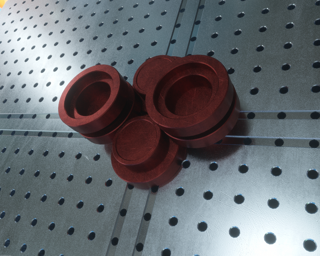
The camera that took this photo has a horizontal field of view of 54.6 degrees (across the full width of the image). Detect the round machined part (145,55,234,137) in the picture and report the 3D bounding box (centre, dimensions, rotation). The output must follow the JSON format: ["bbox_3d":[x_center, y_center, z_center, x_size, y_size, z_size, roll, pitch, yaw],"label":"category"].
[{"bbox_3d":[0.036,-0.033,0.357,0.098,0.042,0.098,-13,56,21],"label":"round machined part"}]

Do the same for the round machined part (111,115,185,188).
[{"bbox_3d":[-0.021,0.023,0.394,0.098,0.042,0.098,-13,56,21],"label":"round machined part"}]

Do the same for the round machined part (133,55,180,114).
[{"bbox_3d":[0.002,-0.063,0.436,0.098,0.042,0.098,-13,56,21],"label":"round machined part"}]

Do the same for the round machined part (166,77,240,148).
[{"bbox_3d":[0.050,-0.019,0.383,0.098,0.042,0.098,-13,56,21],"label":"round machined part"}]

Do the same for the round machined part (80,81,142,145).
[{"bbox_3d":[-0.070,-0.020,0.447,0.098,0.042,0.098,-13,56,21],"label":"round machined part"}]

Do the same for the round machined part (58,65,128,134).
[{"bbox_3d":[-0.086,-0.035,0.423,0.098,0.042,0.098,-13,56,21],"label":"round machined part"}]
